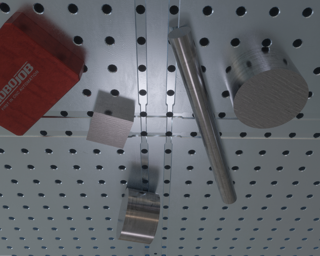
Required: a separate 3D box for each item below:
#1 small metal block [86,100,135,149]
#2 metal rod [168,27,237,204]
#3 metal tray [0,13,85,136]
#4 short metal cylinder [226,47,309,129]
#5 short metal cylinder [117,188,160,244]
[{"bbox_3d":[-0.065,-0.004,0.408,0.050,0.025,0.050,15,129,-13],"label":"small metal block"},{"bbox_3d":[0.067,0.007,0.418,0.025,0.025,0.299,-14,129,12],"label":"metal rod"},{"bbox_3d":[-0.164,-0.055,0.360,0.130,0.030,0.090,-36,122,26],"label":"metal tray"},{"bbox_3d":[0.121,-0.046,0.358,0.081,0.050,0.079,0,130,0],"label":"short metal cylinder"},{"bbox_3d":[-0.036,0.140,0.494,0.050,0.080,0.079,13,129,-11],"label":"short metal cylinder"}]
